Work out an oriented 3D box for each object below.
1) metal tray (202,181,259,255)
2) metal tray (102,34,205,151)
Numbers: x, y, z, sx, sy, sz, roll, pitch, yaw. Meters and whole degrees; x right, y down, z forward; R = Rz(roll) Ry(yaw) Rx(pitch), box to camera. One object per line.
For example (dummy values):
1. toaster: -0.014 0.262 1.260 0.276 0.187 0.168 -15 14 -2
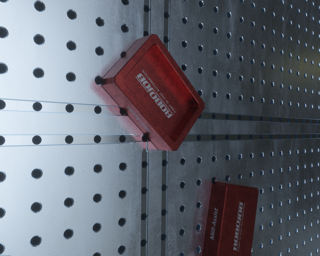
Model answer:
1. metal tray: 0.118 0.158 0.508 0.091 0.030 0.129 16 80 -39
2. metal tray: -0.003 -0.043 0.405 0.130 0.030 0.090 50 60 -29
